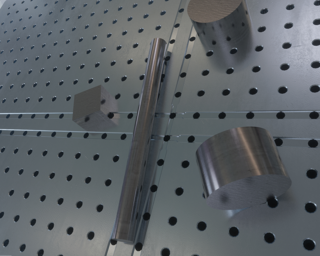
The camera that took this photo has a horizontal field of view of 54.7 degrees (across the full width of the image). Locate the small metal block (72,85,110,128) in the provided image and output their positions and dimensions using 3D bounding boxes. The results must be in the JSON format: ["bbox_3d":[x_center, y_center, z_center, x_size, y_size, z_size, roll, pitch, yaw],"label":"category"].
[{"bbox_3d":[-0.107,-0.034,0.485,0.050,0.025,0.050,-18,55,18],"label":"small metal block"}]

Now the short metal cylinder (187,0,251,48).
[{"bbox_3d":[0.086,-0.164,0.448,0.080,0.050,0.080,-13,56,21],"label":"short metal cylinder"}]

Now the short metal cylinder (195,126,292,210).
[{"bbox_3d":[0.080,0.042,0.305,0.080,0.080,0.050,-21,54,16],"label":"short metal cylinder"}]

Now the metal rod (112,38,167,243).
[{"bbox_3d":[-0.022,-0.003,0.421,0.025,0.025,0.299,-6,59,25],"label":"metal rod"}]
